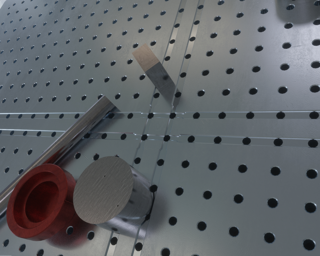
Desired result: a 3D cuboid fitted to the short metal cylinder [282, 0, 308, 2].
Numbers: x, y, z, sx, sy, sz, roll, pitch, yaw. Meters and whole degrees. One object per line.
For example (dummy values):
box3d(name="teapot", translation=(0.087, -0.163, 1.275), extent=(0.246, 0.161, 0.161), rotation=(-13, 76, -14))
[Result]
box3d(name="short metal cylinder", translation=(0.195, -0.222, 0.426), extent=(0.080, 0.050, 0.080), rotation=(-13, 56, 21))

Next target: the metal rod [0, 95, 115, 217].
box3d(name="metal rod", translation=(-0.184, 0.062, 0.466), extent=(0.300, 0.025, 0.025), rotation=(-44, 51, -3))

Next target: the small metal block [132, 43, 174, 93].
box3d(name="small metal block", translation=(-0.010, -0.087, 0.451), extent=(0.025, 0.050, 0.050), rotation=(-35, 51, 5))

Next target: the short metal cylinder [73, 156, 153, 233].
box3d(name="short metal cylinder", translation=(-0.055, 0.080, 0.372), extent=(0.080, 0.050, 0.080), rotation=(-13, 56, 21))

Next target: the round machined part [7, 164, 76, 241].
box3d(name="round machined part", translation=(-0.151, 0.101, 0.415), extent=(0.098, 0.042, 0.098), rotation=(-13, 56, 21))
